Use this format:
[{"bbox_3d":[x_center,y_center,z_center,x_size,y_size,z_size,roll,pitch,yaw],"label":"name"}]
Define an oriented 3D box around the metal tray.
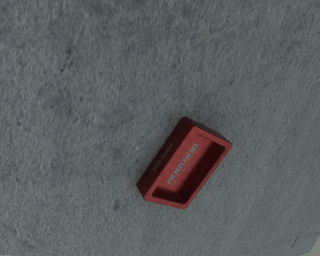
[{"bbox_3d":[0.036,0.056,0.459,0.090,0.030,0.129,24,105,-37],"label":"metal tray"}]
